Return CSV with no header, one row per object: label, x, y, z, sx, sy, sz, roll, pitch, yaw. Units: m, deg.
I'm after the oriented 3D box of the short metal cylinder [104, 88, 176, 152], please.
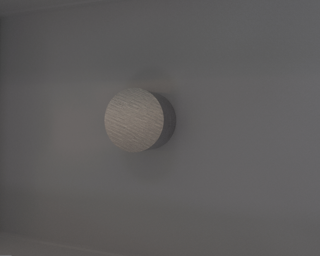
short metal cylinder,-0.025,-0.010,0.406,0.080,0.050,0.080,0,90,20
